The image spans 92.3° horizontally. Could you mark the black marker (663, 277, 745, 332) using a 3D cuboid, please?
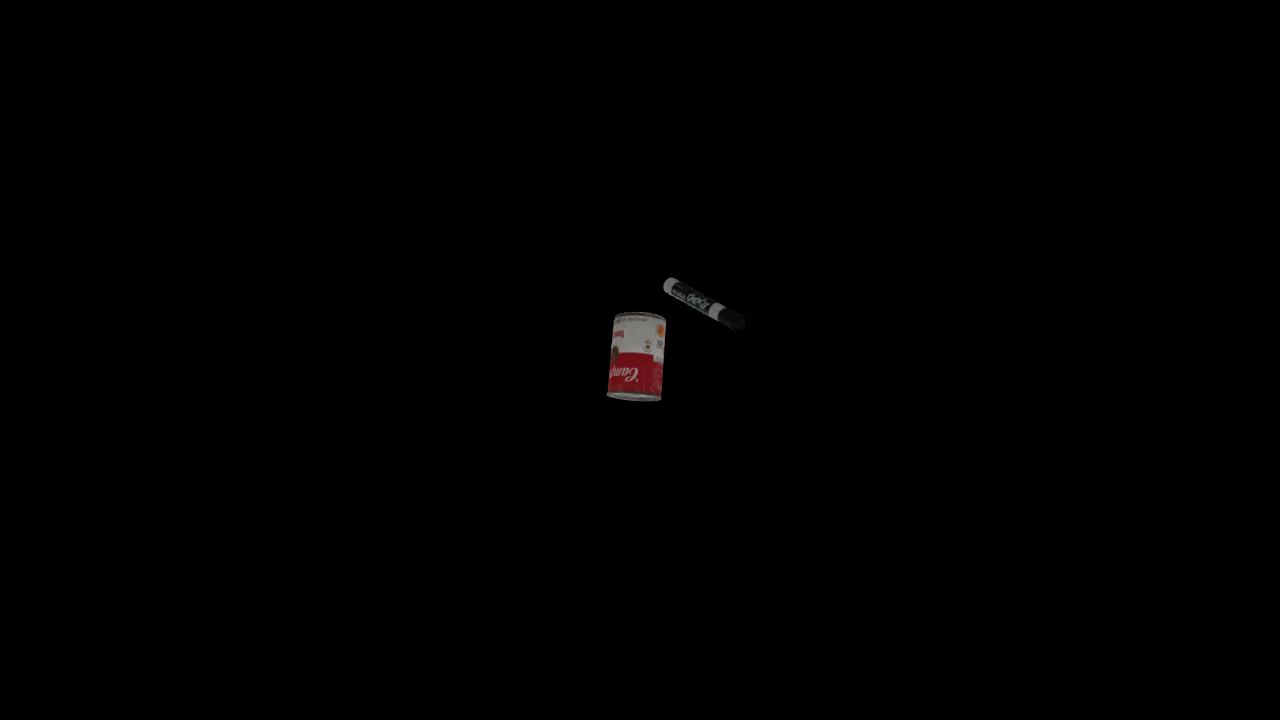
[{"bbox_3d":[0.068,-0.060,0.655,0.020,0.020,0.121,0,25,-38],"label":"black marker"}]

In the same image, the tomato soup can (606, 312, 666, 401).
[{"bbox_3d":[-0.003,-0.003,0.759,0.068,0.101,0.068,5,-11,1],"label":"tomato soup can"}]
